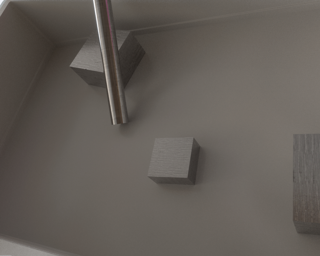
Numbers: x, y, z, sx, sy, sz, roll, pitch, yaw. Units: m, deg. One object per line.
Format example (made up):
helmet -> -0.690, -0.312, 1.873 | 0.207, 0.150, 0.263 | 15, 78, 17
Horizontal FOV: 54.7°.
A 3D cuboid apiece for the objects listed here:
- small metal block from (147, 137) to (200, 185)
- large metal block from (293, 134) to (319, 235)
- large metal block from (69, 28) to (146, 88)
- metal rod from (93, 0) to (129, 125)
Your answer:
small metal block -> 0.017, 0.040, 0.371 | 0.050, 0.025, 0.050 | -2, 61, 26
large metal block -> 0.163, 0.051, 0.273 | 0.080, 0.050, 0.080 | -2, 61, 27
large metal block -> -0.084, -0.111, 0.500 | 0.080, 0.050, 0.080 | 16, 70, 34
metal rod -> -0.078, -0.154, 0.436 | 0.025, 0.025, 0.298 | -7, 92, 24
